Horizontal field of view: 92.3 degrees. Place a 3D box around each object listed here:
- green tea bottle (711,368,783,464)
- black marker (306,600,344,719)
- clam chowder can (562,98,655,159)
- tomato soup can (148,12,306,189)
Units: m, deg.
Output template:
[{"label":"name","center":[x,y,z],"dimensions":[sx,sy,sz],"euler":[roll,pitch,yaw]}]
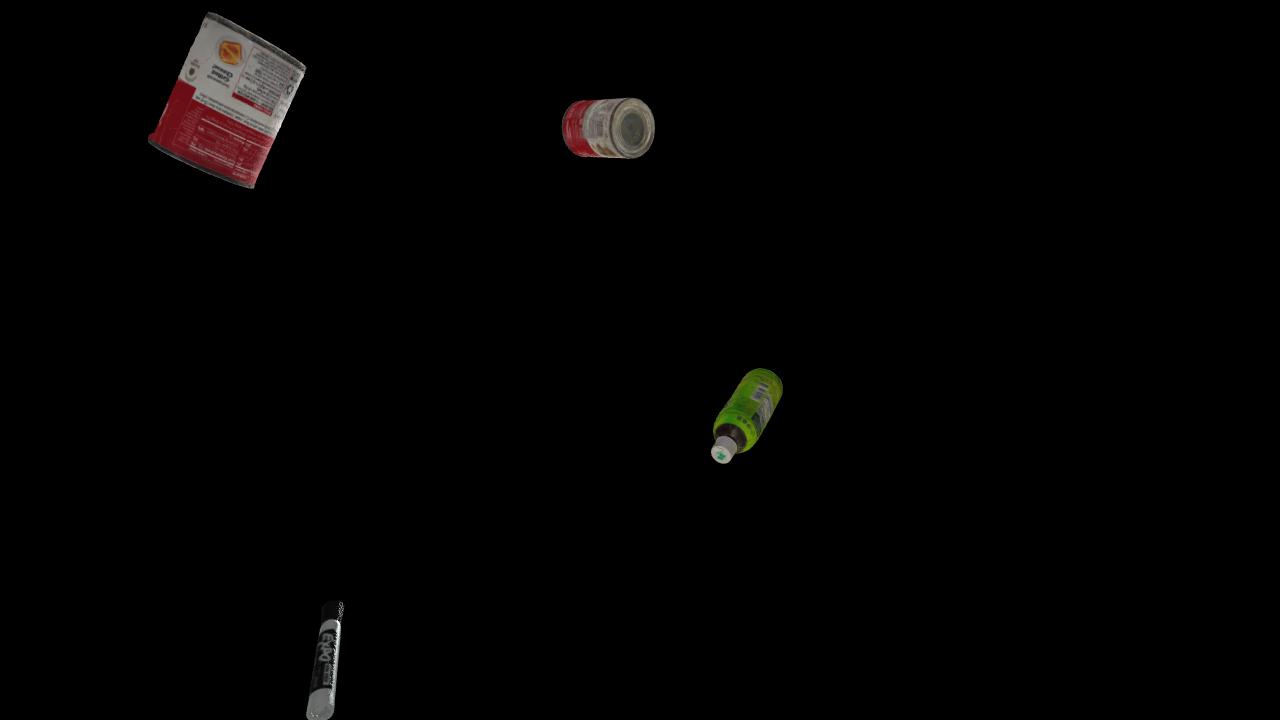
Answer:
[{"label":"green tea bottle","center":[0.159,0.086,0.938],"dimensions":[0.073,0.073,0.212],"euler":[0,24,29]},{"label":"black marker","center":[-0.260,0.245,0.513],"dimensions":[0.020,0.020,0.121],"euler":[0,19,-22]},{"label":"clam chowder can","center":[-0.039,-0.278,0.740],"dimensions":[0.068,0.068,0.102],"euler":[0,15,-41]},{"label":"tomato soup can","center":[-0.298,-0.187,0.448],"dimensions":[0.068,0.101,0.068],"euler":[28,5,-3]}]
